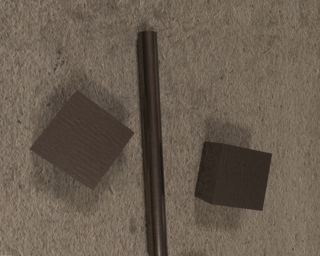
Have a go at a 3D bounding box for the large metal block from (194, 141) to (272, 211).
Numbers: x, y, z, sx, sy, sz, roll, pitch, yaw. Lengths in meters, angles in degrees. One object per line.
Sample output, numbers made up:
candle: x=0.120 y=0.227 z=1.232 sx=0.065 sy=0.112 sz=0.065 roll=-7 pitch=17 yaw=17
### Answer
large metal block: x=0.102 y=0.066 z=0.435 sx=0.081 sy=0.050 sz=0.080 roll=12 pitch=86 yaw=-20

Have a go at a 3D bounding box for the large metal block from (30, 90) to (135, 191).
large metal block: x=-0.091 y=0.014 z=0.363 sx=0.080 sy=0.050 sz=0.080 roll=38 pitch=78 yaw=-16

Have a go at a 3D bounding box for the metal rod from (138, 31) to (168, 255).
metal rod: x=-0.009 y=0.026 z=0.406 sx=0.025 sy=0.025 sz=0.298 roll=-3 pitch=91 yaw=-20
